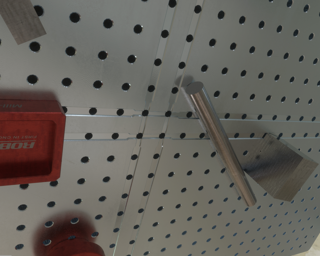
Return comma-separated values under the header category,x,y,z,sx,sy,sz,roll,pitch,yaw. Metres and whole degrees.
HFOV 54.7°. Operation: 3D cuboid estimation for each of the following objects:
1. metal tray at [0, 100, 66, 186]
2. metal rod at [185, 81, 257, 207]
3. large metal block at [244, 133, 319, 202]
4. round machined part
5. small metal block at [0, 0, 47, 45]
category,x,y,z,sx,sy,sz,roll,pitch,yaw
metal tray,-0.172,0.017,0.324,0.131,0.030,0.089,-1,119,-29
metal rod,0.109,0.044,0.500,0.025,0.025,0.299,-37,130,-4
large metal block,0.204,0.067,0.532,0.050,0.080,0.080,19,108,-36
round machined part,-0.130,0.203,0.456,0.099,0.042,0.097,-14,125,-21
small metal block,-0.123,-0.105,0.263,0.025,0.050,0.050,-27,128,-12
